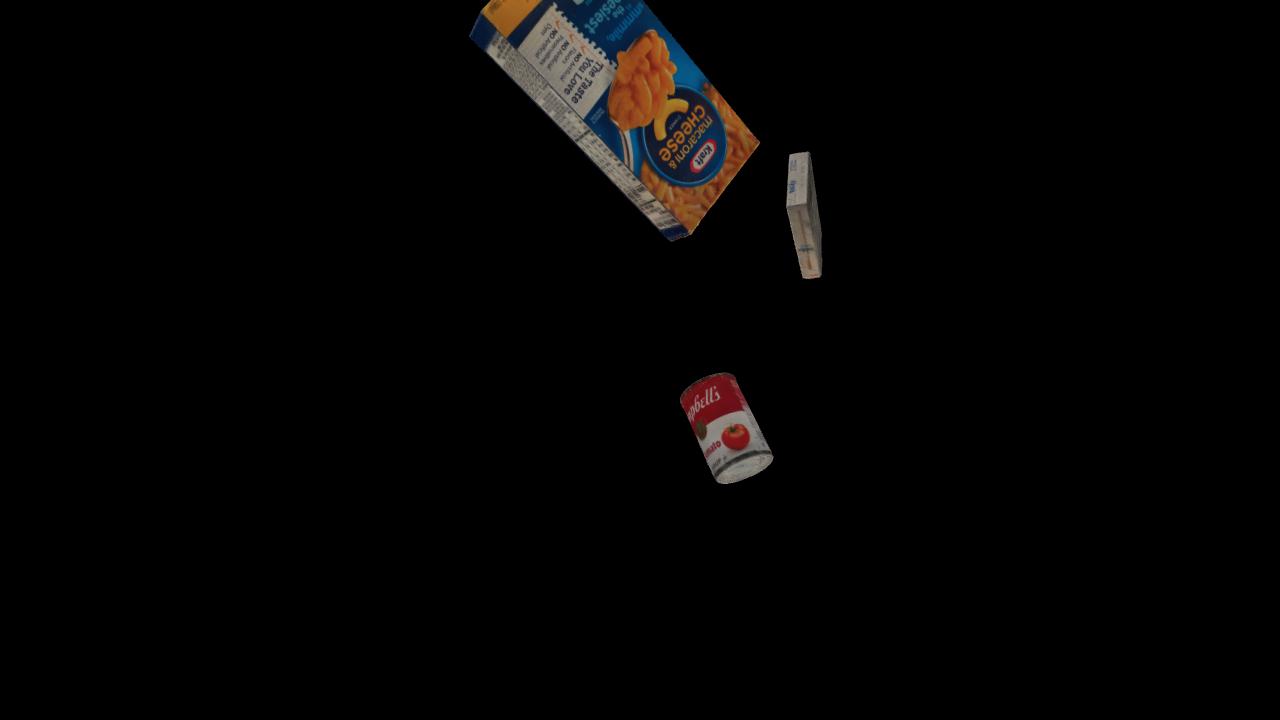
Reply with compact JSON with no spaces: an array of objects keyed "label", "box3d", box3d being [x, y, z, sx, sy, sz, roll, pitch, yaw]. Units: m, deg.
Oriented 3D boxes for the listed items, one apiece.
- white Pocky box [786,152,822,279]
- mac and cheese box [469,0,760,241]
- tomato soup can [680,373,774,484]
[{"label":"white Pocky box","box3d":[0.212,-0.181,0.786,0.028,0.084,0.154,-2,-27,21]},{"label":"mac and cheese box","box3d":[-0.010,-0.177,0.406,0.184,0.093,0.041,41,-16,-22]},{"label":"tomato soup can","box3d":[0.092,0.074,0.660,0.068,0.101,0.068,-17,-29,-10]}]
